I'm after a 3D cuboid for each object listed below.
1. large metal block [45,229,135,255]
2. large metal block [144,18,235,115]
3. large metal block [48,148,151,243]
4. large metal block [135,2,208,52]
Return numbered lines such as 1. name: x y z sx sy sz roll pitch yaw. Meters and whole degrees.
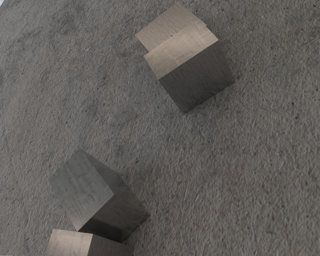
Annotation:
1. large metal block: -0.075 0.154 0.314 0.050 0.080 0.080 -3 60 27
2. large metal block: 0.039 -0.075 0.394 0.080 0.080 0.050 -33 52 7
3. large metal block: -0.068 0.080 0.355 0.050 0.080 0.080 -45 51 -3
4. large metal block: 0.023 -0.125 0.453 0.080 0.050 0.080 -37 51 3
